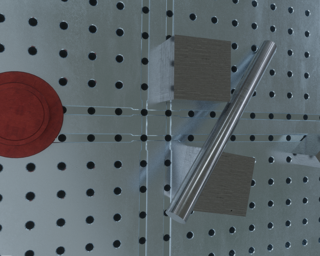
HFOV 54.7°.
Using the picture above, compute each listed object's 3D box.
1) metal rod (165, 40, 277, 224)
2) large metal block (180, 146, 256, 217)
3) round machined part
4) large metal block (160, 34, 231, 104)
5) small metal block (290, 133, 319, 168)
[{"bbox_3d":[0.092,-0.013,0.407,0.025,0.025,0.301,42,62,-15],"label":"metal rod"},{"bbox_3d":[0.077,0.072,0.428,0.081,0.050,0.080,12,86,-20],"label":"large metal block"},{"bbox_3d":[-0.159,-0.015,0.345,0.099,0.042,0.097,0,90,-20],"label":"round machined part"},{"bbox_3d":[0.047,-0.075,0.416,0.081,0.050,0.079,0,90,-20],"label":"large metal block"},{"bbox_3d":[0.247,0.035,0.490,0.050,0.050,0.025,-42,104,-15],"label":"small metal block"}]
